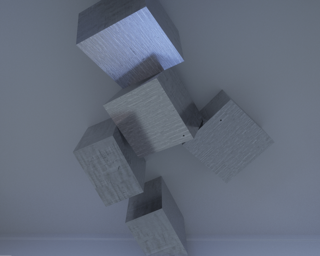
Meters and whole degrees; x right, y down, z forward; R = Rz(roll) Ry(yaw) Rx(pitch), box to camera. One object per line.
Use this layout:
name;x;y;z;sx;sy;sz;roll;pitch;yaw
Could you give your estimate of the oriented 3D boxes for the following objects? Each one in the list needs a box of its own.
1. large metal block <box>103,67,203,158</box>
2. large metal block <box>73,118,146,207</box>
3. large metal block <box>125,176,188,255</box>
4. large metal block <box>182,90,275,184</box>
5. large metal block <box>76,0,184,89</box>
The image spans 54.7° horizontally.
large metal block;-0.007;-0.019;0.376;0.080;0.050;0.080;-22;109;31
large metal block;-0.059;0.038;0.395;0.050;0.080;0.080;-23;109;8
large metal block;-0.003;0.127;0.429;0.050;0.080;0.080;-24;109;8
large metal block;0.084;0.011;0.403;0.080;0.050;0.080;41;105;-14
large metal block;-0.030;-0.098;0.334;0.080;0.050;0.080;-21;144;21
